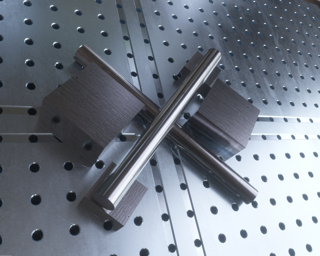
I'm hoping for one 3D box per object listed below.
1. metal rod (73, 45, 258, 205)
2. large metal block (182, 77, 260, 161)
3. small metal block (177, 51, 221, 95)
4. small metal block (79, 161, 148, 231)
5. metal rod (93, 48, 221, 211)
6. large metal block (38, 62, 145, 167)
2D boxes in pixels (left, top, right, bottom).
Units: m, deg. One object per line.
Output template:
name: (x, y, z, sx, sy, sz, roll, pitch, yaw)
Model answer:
metal rod: (0.009, -0.004, 0.414, 0.300, 0.025, 0.025, 40, 51, -1)
large metal block: (0.088, -0.012, 0.447, 0.080, 0.050, 0.080, 37, 51, -4)
small metal block: (0.063, -0.088, 0.496, 0.050, 0.025, 0.050, 39, 51, -2)
small metal block: (-0.049, 0.074, 0.336, 0.050, 0.025, 0.050, 38, 51, -3)
metal rod: (0.015, -0.022, 0.397, 0.025, 0.025, 0.301, 39, 51, -2)
large metal block: (-0.078, -0.017, 0.360, 0.080, 0.050, 0.080, 40, 51, -1)
